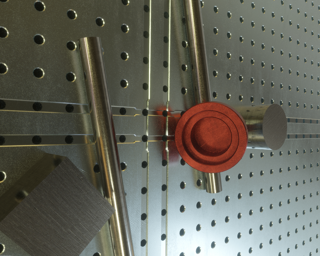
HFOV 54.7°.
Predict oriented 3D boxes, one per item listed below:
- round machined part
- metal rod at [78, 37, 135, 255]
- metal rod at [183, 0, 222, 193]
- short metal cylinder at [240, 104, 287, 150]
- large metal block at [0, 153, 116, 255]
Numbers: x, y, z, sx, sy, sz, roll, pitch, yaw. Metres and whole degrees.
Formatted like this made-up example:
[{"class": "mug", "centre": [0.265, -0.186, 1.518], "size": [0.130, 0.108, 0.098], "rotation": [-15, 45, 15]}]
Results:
[{"class": "round machined part", "centre": [0.074, 0.011, 0.435], "size": [0.042, 0.098, 0.097], "rotation": [-27, 110, -69]}, {"class": "metal rod", "centre": [-0.058, 0.048, 0.361], "size": [0.025, 0.025, 0.298], "rotation": [-14, 99, -40]}, {"class": "metal rod", "centre": [0.064, -0.049, 0.465], "size": [0.025, 0.025, 0.298], "rotation": [-13, 99, -40]}, {"class": "short metal cylinder", "centre": [0.181, -0.002, 0.548], "size": [0.081, 0.050, 0.079], "rotation": [0, 90, -40]}, {"class": "large metal block", "centre": [-0.106, 0.083, 0.306], "size": [0.080, 0.050, 0.080], "rotation": [-49, 120, -29]}]
